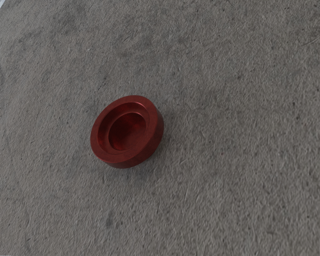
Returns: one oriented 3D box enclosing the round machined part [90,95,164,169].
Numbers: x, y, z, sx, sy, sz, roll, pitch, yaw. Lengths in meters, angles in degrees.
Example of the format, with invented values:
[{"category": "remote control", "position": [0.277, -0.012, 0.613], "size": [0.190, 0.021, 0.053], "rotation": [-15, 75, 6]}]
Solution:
[{"category": "round machined part", "position": [-0.039, 0.008, 0.409], "size": [0.098, 0.042, 0.098], "rotation": [-13, 56, 21]}]
